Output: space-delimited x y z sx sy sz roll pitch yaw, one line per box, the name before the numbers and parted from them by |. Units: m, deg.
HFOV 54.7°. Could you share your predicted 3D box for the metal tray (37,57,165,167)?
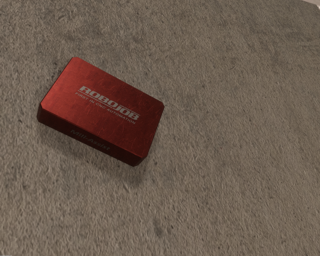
metal tray | -0.067 -0.020 0.378 0.131 0.030 0.090 27 52 -11
